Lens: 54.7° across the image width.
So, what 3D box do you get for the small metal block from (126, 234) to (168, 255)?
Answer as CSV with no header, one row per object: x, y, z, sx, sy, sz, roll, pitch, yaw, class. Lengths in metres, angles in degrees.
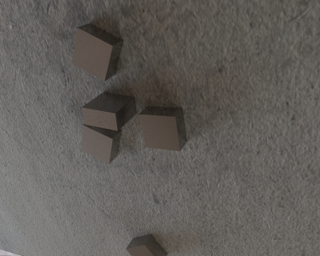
-0.024,0.222,0.555,0.050,0.025,0.050,-28,103,37,small metal block

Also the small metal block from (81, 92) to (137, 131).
-0.066,-0.023,0.409,0.050,0.050,0.025,11,123,22,small metal block

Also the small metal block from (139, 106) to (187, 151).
0.005,0.000,0.403,0.050,0.025,0.050,5,121,25,small metal block

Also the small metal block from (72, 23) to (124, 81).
-0.079,-0.095,0.388,0.050,0.025,0.050,29,128,9,small metal block

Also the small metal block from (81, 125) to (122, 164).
-0.088,0.019,0.463,0.050,0.025,0.050,24,127,13,small metal block
